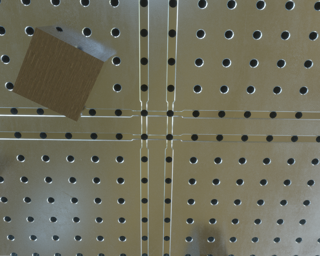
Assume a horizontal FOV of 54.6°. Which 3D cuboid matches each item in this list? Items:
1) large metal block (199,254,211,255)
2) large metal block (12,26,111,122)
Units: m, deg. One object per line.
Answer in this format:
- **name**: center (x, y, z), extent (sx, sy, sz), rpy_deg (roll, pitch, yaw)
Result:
- **large metal block**: center (0.080, 0.260, 0.480), extent (0.050, 0.080, 0.079), rpy_deg (12, 110, -5)
- **large metal block**: center (-0.116, -0.067, 0.375), extent (0.080, 0.050, 0.080), rpy_deg (26, 108, -9)
